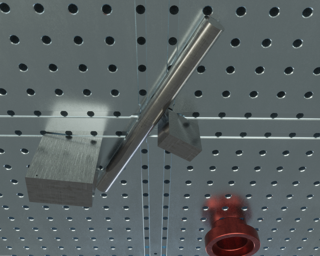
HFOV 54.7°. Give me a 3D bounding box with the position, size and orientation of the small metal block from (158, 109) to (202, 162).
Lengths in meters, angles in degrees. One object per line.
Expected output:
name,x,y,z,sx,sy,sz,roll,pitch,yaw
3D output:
small metal block,0.025,0.009,0.403,0.050,0.050,0.025,27,125,-21

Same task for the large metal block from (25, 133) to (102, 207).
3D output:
large metal block,-0.126,0.056,0.422,0.081,0.080,0.050,7,130,-6

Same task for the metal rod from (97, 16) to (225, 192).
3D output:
metal rod,-0.017,-0.009,0.403,0.025,0.025,0.298,23,126,-19

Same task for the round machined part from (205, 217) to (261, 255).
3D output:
round machined part,0.132,0.203,0.575,0.099,0.042,0.097,0,130,0
